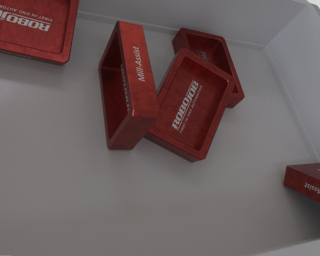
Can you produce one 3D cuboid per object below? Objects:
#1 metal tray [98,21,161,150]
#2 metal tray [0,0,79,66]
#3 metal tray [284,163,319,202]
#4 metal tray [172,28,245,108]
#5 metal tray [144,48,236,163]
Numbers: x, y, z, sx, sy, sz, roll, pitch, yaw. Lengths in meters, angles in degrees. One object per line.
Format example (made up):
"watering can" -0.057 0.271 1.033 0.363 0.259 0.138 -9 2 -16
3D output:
"metal tray" -0.042 -0.049 0.370 0.030 0.090 0.130 3 61 -27
"metal tray" -0.169 -0.132 0.363 0.131 0.030 0.089 9 90 -23
"metal tray" 0.252 0.083 0.427 0.091 0.130 0.030 0 102 -24
"metal tray" 0.077 -0.097 0.502 0.091 0.030 0.130 3 60 -27
"metal tray" 0.038 -0.031 0.415 0.090 0.030 0.130 29 71 -10
